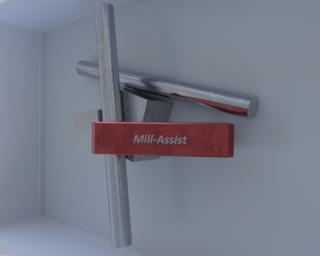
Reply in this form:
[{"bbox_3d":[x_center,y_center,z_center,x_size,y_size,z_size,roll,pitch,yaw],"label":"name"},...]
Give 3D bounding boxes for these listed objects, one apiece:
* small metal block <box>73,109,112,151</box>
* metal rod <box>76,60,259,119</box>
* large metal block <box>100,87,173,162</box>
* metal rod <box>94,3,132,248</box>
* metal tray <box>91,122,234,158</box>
[{"bbox_3d":[-0.088,0.004,0.409,0.050,0.025,0.050,-8,84,39],"label":"small metal block"},{"bbox_3d":[-0.015,-0.060,0.416,0.300,0.025,0.025,19,102,38],"label":"metal rod"},{"bbox_3d":[-0.038,-0.008,0.418,0.080,0.050,0.079,23,104,37],"label":"large metal block"},{"bbox_3d":[-0.059,-0.007,0.386,0.025,0.025,0.298,-8,85,39],"label":"metal rod"},{"bbox_3d":[0.006,0.009,0.321,0.131,0.090,0.030,1,92,8],"label":"metal tray"}]
